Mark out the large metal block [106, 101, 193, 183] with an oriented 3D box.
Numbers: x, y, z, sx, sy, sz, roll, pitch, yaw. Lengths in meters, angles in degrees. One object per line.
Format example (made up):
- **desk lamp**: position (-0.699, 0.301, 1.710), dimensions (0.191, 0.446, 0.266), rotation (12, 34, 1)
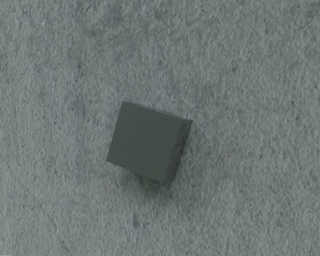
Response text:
- **large metal block**: position (-0.013, 0.016, 0.401), dimensions (0.080, 0.050, 0.080), rotation (18, 96, 19)
